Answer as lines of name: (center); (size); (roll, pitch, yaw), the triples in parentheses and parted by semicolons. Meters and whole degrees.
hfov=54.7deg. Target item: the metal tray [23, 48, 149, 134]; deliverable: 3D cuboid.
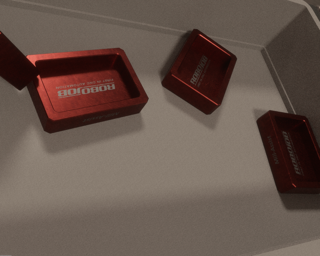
metal tray: (-0.090, -0.052, 0.386); (0.131, 0.030, 0.090); (-15, 70, -35)

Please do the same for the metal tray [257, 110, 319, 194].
metal tray: (0.215, 0.038, 0.497); (0.091, 0.030, 0.130); (7, 59, -25)

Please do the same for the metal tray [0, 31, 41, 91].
metal tray: (-0.187, -0.103, 0.308); (0.130, 0.090, 0.030); (43, 81, 12)

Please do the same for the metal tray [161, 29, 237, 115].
metal tray: (0.067, -0.093, 0.497); (0.090, 0.030, 0.130); (33, 51, -8)
